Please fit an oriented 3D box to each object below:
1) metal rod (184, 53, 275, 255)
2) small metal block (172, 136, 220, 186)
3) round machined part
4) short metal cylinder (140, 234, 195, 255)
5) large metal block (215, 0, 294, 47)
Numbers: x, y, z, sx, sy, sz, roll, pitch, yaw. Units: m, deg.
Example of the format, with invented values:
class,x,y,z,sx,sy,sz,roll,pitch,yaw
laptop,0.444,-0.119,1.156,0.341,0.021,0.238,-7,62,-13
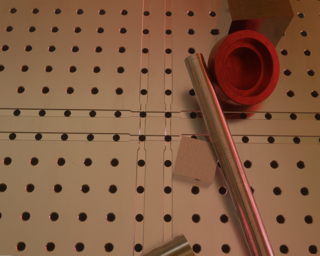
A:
class,x,y,z,sx,sy,sz,roll,pitch,yaw
metal rod,0.087,0.049,0.373,0.025,0.025,0.299,-16,79,-6
small metal block,0.046,0.042,0.397,0.050,0.025,0.050,14,70,4
round machined part,0.108,-0.079,0.419,0.099,0.042,0.097,-1,93,-19
short metal cylinder,0.019,0.160,0.324,0.050,0.080,0.080,-24,72,-9
large metal block,0.128,-0.148,0.438,0.081,0.080,0.050,-6,69,-2
